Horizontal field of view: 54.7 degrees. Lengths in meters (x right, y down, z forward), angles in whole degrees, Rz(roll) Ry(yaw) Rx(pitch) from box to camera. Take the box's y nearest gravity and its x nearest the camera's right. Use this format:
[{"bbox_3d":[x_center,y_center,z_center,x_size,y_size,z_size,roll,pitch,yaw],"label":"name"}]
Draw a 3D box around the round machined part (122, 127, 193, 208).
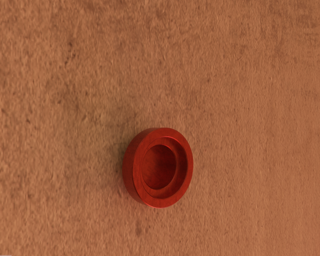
[{"bbox_3d":[-0.007,0.048,0.390,0.099,0.042,0.097,0,90,-40],"label":"round machined part"}]
